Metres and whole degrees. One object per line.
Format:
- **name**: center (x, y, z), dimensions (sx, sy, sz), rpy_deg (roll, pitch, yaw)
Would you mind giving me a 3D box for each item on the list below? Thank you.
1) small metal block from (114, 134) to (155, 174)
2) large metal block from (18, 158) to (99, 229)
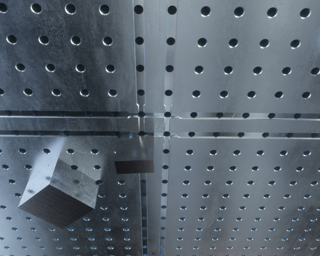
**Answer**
- **small metal block**: center (-0.033, 0.035, 0.425), dimensions (0.050, 0.050, 0.025), rpy_deg (-2, 130, 1)
- **large metal block**: center (-0.155, 0.104, 0.482), dimensions (0.080, 0.050, 0.080), rpy_deg (-35, 122, 26)
